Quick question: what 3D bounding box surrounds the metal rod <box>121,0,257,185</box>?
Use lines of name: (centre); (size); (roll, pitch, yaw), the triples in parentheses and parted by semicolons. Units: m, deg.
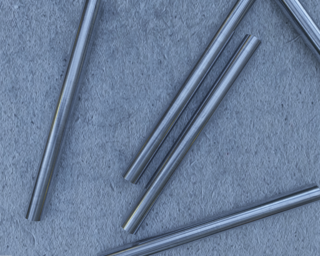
metal rod: (0.041, -0.058, 0.410); (0.025, 0.025, 0.299); (33, 90, 0)

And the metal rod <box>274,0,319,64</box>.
metal rod: (0.214, -0.106, 0.411); (0.025, 0.025, 0.299); (-36, 90, 0)

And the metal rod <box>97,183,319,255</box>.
metal rod: (0.065, 0.131, 0.410); (0.302, 0.025, 0.025); (-18, 90, 0)

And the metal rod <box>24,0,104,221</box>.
metal rod: (-0.126, -0.026, 0.408); (0.025, 0.025, 0.298); (16, 90, 0)

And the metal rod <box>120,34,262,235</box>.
metal rod: (0.041, 0.008, 0.410); (0.025, 0.025, 0.299); (34, 90, 0)
